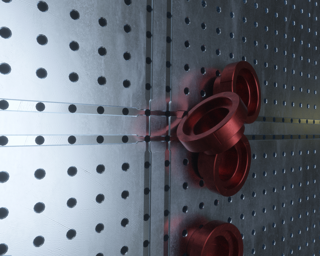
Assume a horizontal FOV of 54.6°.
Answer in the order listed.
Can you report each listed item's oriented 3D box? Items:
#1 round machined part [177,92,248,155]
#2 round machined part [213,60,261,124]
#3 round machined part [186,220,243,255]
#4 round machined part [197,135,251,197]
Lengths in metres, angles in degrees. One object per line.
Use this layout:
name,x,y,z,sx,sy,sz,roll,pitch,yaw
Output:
round machined part,0.075,-0.002,0.421,0.042,0.098,0.098,51,60,-23
round machined part,0.119,-0.054,0.490,0.099,0.042,0.098,6,82,-48
round machined part,0.078,0.186,0.462,0.099,0.042,0.097,0,90,-40
round machined part,0.094,0.051,0.471,0.099,0.042,0.097,-8,102,-43
